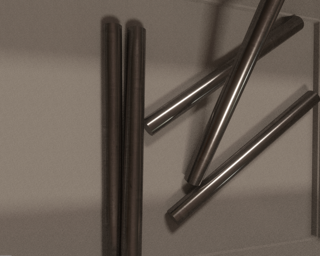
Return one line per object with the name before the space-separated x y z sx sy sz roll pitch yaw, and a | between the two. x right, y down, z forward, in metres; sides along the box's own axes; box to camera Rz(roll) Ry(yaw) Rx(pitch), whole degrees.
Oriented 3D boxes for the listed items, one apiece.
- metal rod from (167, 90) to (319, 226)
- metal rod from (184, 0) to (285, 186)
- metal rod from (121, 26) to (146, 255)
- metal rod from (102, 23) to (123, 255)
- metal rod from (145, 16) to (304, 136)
metal rod | 0.133 0.036 0.461 0.301 0.025 0.025 -37 102 -17
metal rod | 0.095 -0.059 0.382 0.025 0.025 0.298 13 111 -20
metal rod | -0.033 0.022 0.387 0.025 0.025 0.298 3 85 -20
metal rod | -0.059 0.021 0.389 0.025 0.025 0.298 -1 90 -20
metal rod | 0.100 -0.083 0.448 0.301 0.025 0.025 -35 102 -17
